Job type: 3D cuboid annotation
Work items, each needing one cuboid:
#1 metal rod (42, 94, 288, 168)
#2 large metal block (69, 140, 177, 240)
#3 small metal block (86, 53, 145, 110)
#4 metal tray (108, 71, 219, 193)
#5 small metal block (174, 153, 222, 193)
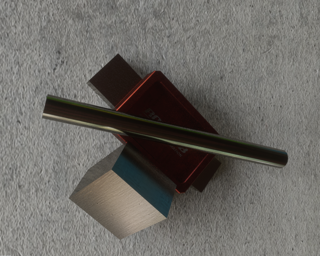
[{"bbox_3d":[0.023,0.010,0.361,0.302,0.025,0.025,13,86,-20],"label":"metal rod"},{"bbox_3d":[-0.042,0.074,0.357,0.080,0.080,0.050,45,34,-15],"label":"large metal block"},{"bbox_3d":[-0.055,-0.056,0.390,0.050,0.025,0.050,47,75,-15],"label":"small metal block"},{"bbox_3d":[0.007,0.006,0.384,0.130,0.030,0.090,46,76,-15],"label":"metal tray"},{"bbox_3d":[0.048,0.053,0.429,0.050,0.025,0.050,40,77,-16],"label":"small metal block"}]
